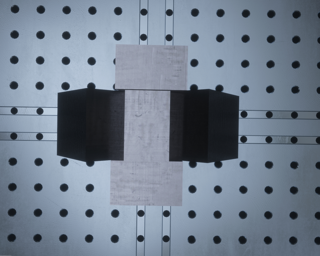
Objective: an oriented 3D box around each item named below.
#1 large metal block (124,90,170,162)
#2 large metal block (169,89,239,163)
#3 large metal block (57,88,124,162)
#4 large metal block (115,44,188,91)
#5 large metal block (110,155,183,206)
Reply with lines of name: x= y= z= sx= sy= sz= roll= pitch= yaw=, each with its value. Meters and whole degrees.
large metal block: x=-0.015 y=-0.002 z=0.385 sx=0.050 sy=0.080 sz=0.079 roll=1 pitch=90 yaw=0
large metal block: x=0.056 y=-0.002 z=0.378 sx=0.050 sy=0.081 sz=0.079 roll=1 pitch=89 yaw=37
large metal block: x=-0.086 y=-0.004 z=0.378 sx=0.050 sy=0.080 sz=0.079 roll=0 pitch=91 yaw=-40
large metal block: x=-0.010 y=-0.068 z=0.385 sx=0.081 sy=0.080 sz=0.050 roll=1 pitch=90 yaw=-1
large metal block: x=-0.015 y=0.061 z=0.385 sx=0.081 sy=0.080 sz=0.050 roll=1 pitch=90 yaw=-1
